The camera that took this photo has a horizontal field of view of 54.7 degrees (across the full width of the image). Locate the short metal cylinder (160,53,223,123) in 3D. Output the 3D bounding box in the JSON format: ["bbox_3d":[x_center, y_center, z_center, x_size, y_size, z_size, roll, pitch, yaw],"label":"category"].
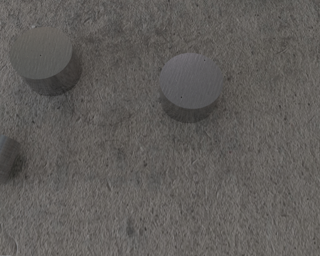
[{"bbox_3d":[0.040,-0.052,0.414,0.081,0.050,0.080,0,70,0],"label":"short metal cylinder"}]

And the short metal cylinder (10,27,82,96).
[{"bbox_3d":[-0.155,-0.090,0.427,0.081,0.050,0.080,0,70,0],"label":"short metal cylinder"}]

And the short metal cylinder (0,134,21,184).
[{"bbox_3d":[-0.215,0.032,0.366,0.080,0.080,0.050,12,71,4],"label":"short metal cylinder"}]
